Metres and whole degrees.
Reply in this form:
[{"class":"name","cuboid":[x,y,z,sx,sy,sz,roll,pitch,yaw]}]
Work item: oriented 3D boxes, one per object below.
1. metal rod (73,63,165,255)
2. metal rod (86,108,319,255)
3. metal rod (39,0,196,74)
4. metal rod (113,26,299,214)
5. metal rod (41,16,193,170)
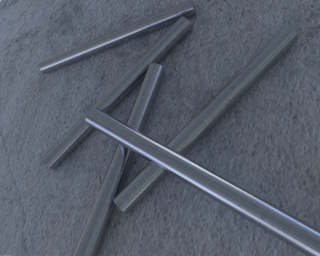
[{"class":"metal rod","cuboid":[-0.050,0.043,0.402,0.025,0.025,0.300,6,64,30]},{"class":"metal rod","cuboid":[0.030,0.046,0.332,0.300,0.025,0.025,27,77,28]},{"class":"metal rod","cuboid":[-0.084,-0.154,0.540,0.301,0.025,0.025,-16,55,18]},{"class":"metal rod","cuboid":[0.058,-0.013,0.380,0.300,0.025,0.025,-45,51,-4]},{"class":"metal rod","cuboid":[-0.062,-0.055,0.468,0.300,0.025,0.025,-46,52,-5]}]
